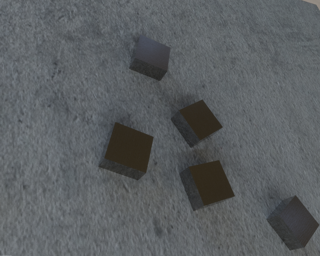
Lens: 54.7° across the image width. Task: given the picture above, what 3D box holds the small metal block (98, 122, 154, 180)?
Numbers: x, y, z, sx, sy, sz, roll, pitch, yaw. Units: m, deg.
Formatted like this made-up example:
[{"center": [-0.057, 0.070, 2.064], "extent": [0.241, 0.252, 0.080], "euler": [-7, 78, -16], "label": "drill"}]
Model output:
[{"center": [-0.039, 0.028, 0.367], "extent": [0.050, 0.025, 0.050], "euler": [22, 53, -15], "label": "small metal block"}]

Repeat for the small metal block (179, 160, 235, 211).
[{"center": [0.059, 0.072, 0.393], "extent": [0.050, 0.025, 0.050], "euler": [-7, 66, -32], "label": "small metal block"}]

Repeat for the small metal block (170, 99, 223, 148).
[{"center": [0.052, -0.007, 0.438], "extent": [0.050, 0.025, 0.050], "euler": [-26, 76, -37], "label": "small metal block"}]

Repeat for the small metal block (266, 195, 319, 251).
[{"center": [0.183, 0.130, 0.426], "extent": [0.050, 0.025, 0.050], "euler": [-29, 78, -38], "label": "small metal block"}]

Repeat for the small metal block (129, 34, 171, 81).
[{"center": [-0.015, -0.104, 0.461], "extent": [0.050, 0.025, 0.050], "euler": [19, 54, -17], "label": "small metal block"}]
